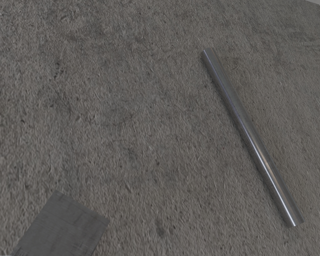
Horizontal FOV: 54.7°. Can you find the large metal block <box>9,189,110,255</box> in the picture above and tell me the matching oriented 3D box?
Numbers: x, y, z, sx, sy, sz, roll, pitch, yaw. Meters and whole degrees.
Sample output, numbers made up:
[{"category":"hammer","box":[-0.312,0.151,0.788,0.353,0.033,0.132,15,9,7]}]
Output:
[{"category":"large metal block","box":[-0.092,0.108,0.253,0.050,0.080,0.080,33,52,-7]}]

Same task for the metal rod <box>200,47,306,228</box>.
[{"category":"metal rod","box":[0.133,0.002,0.474,0.025,0.025,0.299,-9,66,-32]}]
